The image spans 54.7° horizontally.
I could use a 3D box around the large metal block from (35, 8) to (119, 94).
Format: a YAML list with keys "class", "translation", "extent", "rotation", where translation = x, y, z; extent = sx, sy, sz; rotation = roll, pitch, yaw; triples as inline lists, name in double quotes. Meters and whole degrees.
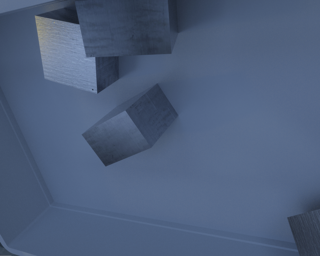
- class: "large metal block"
  translation: [-0.099, -0.097, 0.385]
  extent: [0.080, 0.050, 0.079]
  rotation: [17, 125, 18]

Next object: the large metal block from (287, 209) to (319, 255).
- class: "large metal block"
  translation: [0.201, 0.129, 0.339]
  extent: [0.080, 0.050, 0.080]
  rotation: [-32, 56, 38]

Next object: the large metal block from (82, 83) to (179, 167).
- class: "large metal block"
  translation: [-0.036, -0.004, 0.389]
  extent: [0.080, 0.080, 0.050]
  rotation: [-25, 105, 37]

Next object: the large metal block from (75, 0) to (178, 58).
- class: "large metal block"
  translation: [-0.026, -0.108, 0.307]
  extent: [0.080, 0.080, 0.050]
  rotation: [0, 120, 9]
